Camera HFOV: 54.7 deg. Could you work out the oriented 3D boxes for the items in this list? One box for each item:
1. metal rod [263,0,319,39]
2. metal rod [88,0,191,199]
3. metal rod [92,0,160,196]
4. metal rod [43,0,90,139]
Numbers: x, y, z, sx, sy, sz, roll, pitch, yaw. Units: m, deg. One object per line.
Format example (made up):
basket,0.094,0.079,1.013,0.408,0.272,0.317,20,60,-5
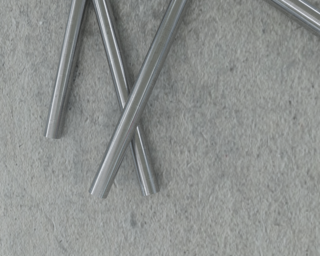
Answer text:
metal rod,0.145,-0.147,0.357,0.300,0.025,0.025,42,103,14
metal rod,-0.021,-0.053,0.395,0.025,0.025,0.299,23,90,18
metal rod,-0.050,-0.057,0.425,0.025,0.025,0.298,-17,85,19
metal rod,-0.127,-0.131,0.452,0.025,0.025,0.298,15,95,19
